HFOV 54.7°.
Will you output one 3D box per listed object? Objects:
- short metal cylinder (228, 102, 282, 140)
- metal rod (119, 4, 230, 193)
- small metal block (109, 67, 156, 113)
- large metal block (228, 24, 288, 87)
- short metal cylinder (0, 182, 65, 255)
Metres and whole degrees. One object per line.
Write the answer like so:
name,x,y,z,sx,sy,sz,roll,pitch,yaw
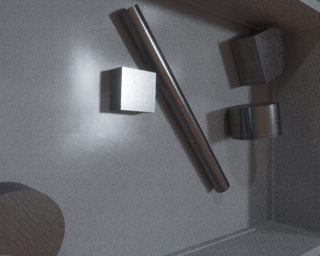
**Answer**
short metal cylinder,0.153,-0.013,0.502,0.081,0.080,0.050,-13,99,-40
metal rod,0.030,-0.025,0.434,0.025,0.025,0.299,-45,117,-31
small metal block,-0.033,-0.045,0.381,0.050,0.025,0.050,3,89,-40
large metal block,0.173,-0.126,0.538,0.081,0.050,0.080,-32,110,-36
short metal cylinder,-0.135,0.092,0.279,0.081,0.050,0.079,0,90,-40
